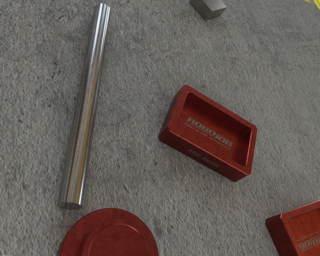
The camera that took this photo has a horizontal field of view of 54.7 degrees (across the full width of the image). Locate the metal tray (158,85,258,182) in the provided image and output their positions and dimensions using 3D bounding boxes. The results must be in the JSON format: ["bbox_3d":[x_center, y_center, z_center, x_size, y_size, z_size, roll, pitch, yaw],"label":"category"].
[{"bbox_3d":[0.071,0.007,0.436,0.131,0.030,0.090,30,52,-10],"label":"metal tray"}]

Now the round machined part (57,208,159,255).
[{"bbox_3d":[-0.045,0.124,0.294,0.099,0.042,0.098,14,56,-21],"label":"round machined part"}]

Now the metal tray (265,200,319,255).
[{"bbox_3d":[0.217,0.152,0.427,0.131,0.030,0.090,-6,65,-31],"label":"metal tray"}]

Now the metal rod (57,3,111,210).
[{"bbox_3d":[-0.088,-0.050,0.387,0.025,0.025,0.299,14,56,-21],"label":"metal rod"}]

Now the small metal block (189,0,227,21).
[{"bbox_3d":[0.094,-0.241,0.604,0.050,0.025,0.050,-30,78,-38],"label":"small metal block"}]
